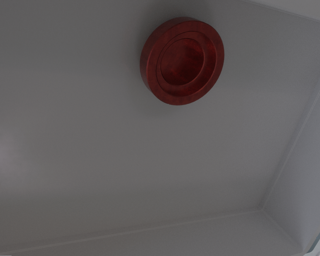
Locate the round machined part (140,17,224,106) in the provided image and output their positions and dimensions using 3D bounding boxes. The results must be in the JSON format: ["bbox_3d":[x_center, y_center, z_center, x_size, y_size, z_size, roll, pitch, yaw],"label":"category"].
[{"bbox_3d":[0.022,-0.079,0.360,0.099,0.042,0.097,-14,124,-21],"label":"round machined part"}]
